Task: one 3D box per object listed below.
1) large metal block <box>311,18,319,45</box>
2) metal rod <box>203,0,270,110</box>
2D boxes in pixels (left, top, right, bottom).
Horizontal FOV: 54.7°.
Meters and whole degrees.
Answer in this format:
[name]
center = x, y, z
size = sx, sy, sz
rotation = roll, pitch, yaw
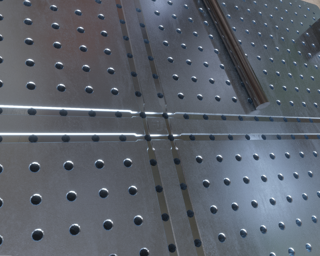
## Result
[large metal block]
center = 0.436, -0.232, 0.769
size = 0.081, 0.050, 0.080
rotation = 7, 59, -25
[metal rod]
center = 0.129, -0.168, 0.580
size = 0.025, 0.025, 0.299
rotation = -5, 64, -31
